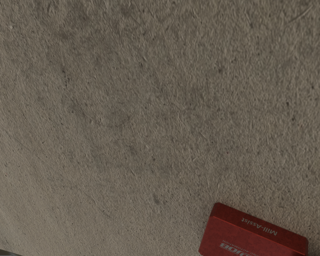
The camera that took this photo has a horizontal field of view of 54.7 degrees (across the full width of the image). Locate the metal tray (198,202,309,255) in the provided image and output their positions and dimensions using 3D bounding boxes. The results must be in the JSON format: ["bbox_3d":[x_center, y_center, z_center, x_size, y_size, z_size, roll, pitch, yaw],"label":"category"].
[{"bbox_3d":[0.128,0.169,0.440,0.130,0.030,0.089,20,126,16],"label":"metal tray"}]
